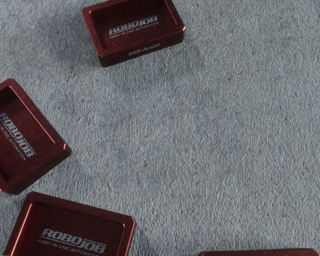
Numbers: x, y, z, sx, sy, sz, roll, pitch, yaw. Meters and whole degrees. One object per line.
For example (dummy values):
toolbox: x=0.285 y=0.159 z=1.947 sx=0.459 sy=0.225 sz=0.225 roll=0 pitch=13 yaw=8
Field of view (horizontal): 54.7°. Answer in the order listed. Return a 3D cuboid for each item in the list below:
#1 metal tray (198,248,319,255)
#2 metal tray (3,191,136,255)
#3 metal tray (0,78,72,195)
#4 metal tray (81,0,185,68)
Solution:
metal tray: x=0.111 y=0.182 z=0.339 sx=0.131 sy=0.030 sz=0.090 roll=-2 pitch=70 yaw=-1
metal tray: x=-0.101 y=0.133 z=0.355 sx=0.131 sy=0.030 sz=0.090 roll=13 pitch=70 yaw=4
metal tray: x=-0.190 y=0.009 z=0.400 sx=0.090 sy=0.030 sz=0.130 roll=-39 pitch=75 yaw=-13
metal tray: x=-0.039 y=-0.152 z=0.460 sx=0.131 sy=0.030 sz=0.090 roll=-20 pitch=71 yaw=-8
